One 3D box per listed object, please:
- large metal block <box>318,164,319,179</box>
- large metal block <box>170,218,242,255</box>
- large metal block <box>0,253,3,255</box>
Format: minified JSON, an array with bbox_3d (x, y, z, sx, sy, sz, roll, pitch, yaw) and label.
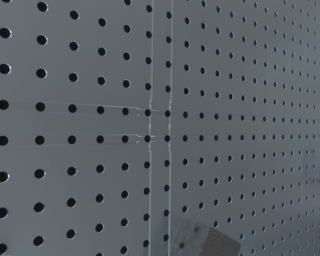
[{"bbox_3d":[0.431,0.096,0.752,0.080,0.050,0.080,24,75,-37],"label":"large metal block"},{"bbox_3d":[0.063,0.187,0.445,0.080,0.050,0.080,38,67,-34],"label":"large metal block"},{"bbox_3d":[-0.152,0.118,0.246,0.050,0.080,0.080,-44,117,-31],"label":"large metal block"}]
